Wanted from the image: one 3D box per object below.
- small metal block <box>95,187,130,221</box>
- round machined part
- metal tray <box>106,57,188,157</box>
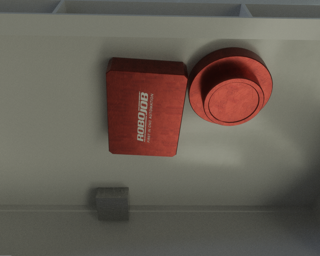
[{"bbox_3d":[-0.076,0.125,0.509,0.050,0.025,0.050,0,120,-1],"label":"small metal block"},{"bbox_3d":[0.083,-0.041,0.365,0.099,0.042,0.097,-1,130,0],"label":"round machined part"},{"bbox_3d":[-0.018,-0.021,0.388,0.091,0.030,0.129,3,130,-3],"label":"metal tray"}]
